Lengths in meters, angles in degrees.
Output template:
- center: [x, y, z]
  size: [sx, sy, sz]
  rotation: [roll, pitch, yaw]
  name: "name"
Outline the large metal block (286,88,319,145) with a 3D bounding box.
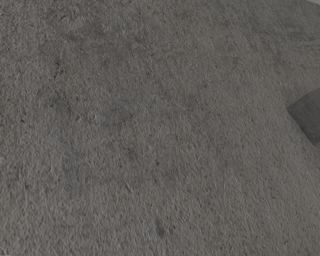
- center: [0.291, -0.026, 0.560]
  size: [0.081, 0.050, 0.080]
  rotation: [-21, 73, -36]
  name: "large metal block"
